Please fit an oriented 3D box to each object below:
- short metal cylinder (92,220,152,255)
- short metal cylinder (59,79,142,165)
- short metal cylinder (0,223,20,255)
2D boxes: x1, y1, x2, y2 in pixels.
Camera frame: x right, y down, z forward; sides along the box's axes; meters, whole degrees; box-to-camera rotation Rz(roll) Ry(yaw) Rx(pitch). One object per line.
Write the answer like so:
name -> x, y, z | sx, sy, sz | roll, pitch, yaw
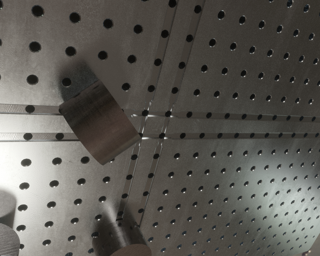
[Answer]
short metal cylinder -> -0.060, 0.191, 0.482 | 0.081, 0.050, 0.079 | -14, 124, -21
short metal cylinder -> -0.064, -0.006, 0.338 | 0.050, 0.080, 0.080 | -35, 129, -5
short metal cylinder -> -0.209, 0.156, 0.358 | 0.081, 0.080, 0.050 | 4, 116, -31
